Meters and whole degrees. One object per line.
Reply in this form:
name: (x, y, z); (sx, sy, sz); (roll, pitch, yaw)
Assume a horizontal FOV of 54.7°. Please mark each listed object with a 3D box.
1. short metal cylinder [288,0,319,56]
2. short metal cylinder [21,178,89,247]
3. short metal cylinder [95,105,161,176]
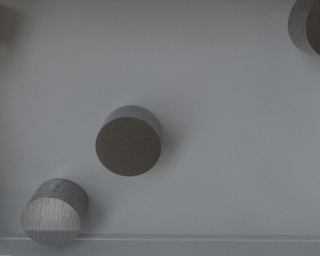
short metal cylinder: (0.196, -0.122, 0.354); (0.081, 0.050, 0.079); (0, 110, 0)
short metal cylinder: (-0.147, 0.119, 0.441); (0.081, 0.050, 0.079); (0, 110, 0)
short metal cylinder: (-0.039, 0.016, 0.403); (0.081, 0.050, 0.079); (0, 110, 0)
